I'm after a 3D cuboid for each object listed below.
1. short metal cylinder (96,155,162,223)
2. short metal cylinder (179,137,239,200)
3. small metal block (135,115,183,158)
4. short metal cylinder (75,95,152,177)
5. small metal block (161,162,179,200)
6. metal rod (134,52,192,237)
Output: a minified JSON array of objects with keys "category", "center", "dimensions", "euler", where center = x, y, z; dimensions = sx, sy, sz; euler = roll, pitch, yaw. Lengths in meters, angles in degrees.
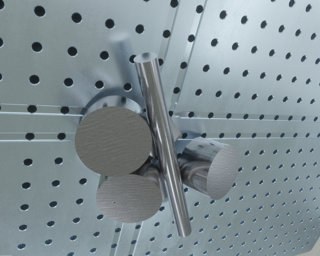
[{"category":"short metal cylinder","center":[-0.038,0.075,0.399],"dimensions":[0.081,0.050,0.079],"euler":[-1,120,-2]},{"category":"short metal cylinder","center":[0.071,0.057,0.448],"dimensions":[0.081,0.050,0.079],"euler":[-18,115,-43]},{"category":"small metal block","center":[-0.006,0.004,0.406],"dimensions":[0.050,0.025,0.050],"euler":[-37,129,-4]},{"category":"short metal cylinder","center":[-0.051,0.008,0.349],"dimensions":[0.081,0.050,0.079],"euler":[-2,109,-6]},{"category":"small metal block","center":[0.010,0.071,0.456],"dimensions":[0.050,0.025,0.050],"euler":[-35,129,-5]},{"category":"metal rod","center":[0.012,0.045,0.408],"dimensions":[0.025,0.025,0.298],"euler":[-23,127,-14]}]
